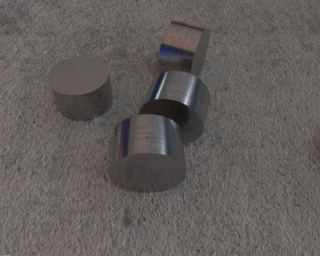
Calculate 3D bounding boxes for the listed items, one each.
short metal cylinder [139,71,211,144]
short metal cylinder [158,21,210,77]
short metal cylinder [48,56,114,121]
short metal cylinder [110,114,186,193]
[{"bbox_3d":[0.019,-0.024,0.388,0.080,0.080,0.050,12,51,10],"label":"short metal cylinder"},{"bbox_3d":[0.037,-0.115,0.464,0.050,0.080,0.080,19,53,15],"label":"short metal cylinder"},{"bbox_3d":[-0.108,-0.056,0.433,0.080,0.050,0.080,0,50,0],"label":"short metal cylinder"},{"bbox_3d":[-0.013,0.030,0.342,0.081,0.080,0.050,-1,50,-1],"label":"short metal cylinder"}]
